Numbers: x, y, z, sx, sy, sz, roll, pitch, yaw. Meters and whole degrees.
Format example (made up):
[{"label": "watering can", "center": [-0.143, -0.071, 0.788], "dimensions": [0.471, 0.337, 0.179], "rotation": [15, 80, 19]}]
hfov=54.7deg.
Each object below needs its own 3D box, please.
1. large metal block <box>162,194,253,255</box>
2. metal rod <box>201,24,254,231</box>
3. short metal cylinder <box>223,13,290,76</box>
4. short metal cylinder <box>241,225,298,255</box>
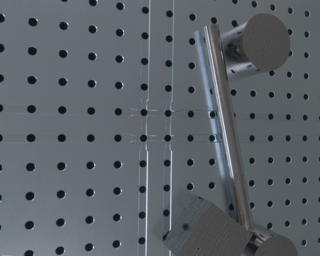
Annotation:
[{"label": "large metal block", "center": [0.065, 0.151, 0.424], "dimensions": [0.080, 0.050, 0.080], "rotation": [40, 77, -16]}, {"label": "metal rod", "center": [0.099, 0.003, 0.449], "dimensions": [0.025, 0.025, 0.298], "rotation": [-13, 94, -20]}, {"label": "short metal cylinder", "center": [0.140, -0.119, 0.451], "dimensions": [0.081, 0.050, 0.079], "rotation": [0, 90, -20]}, {"label": "short metal cylinder", "center": [0.154, 0.191, 0.457], "dimensions": [0.081, 0.050, 0.079], "rotation": [0, 90, -20]}]
